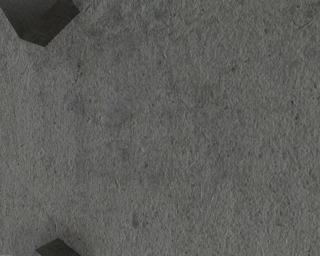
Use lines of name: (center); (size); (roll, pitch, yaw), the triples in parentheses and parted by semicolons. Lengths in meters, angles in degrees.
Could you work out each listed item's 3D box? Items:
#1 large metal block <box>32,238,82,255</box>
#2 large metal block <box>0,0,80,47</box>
large metal block: (-0.150, 0.223, 0.449); (0.080, 0.050, 0.080); (29, 100, 17)
large metal block: (-0.182, -0.182, 0.460); (0.080, 0.050, 0.080); (-38, 78, 16)
